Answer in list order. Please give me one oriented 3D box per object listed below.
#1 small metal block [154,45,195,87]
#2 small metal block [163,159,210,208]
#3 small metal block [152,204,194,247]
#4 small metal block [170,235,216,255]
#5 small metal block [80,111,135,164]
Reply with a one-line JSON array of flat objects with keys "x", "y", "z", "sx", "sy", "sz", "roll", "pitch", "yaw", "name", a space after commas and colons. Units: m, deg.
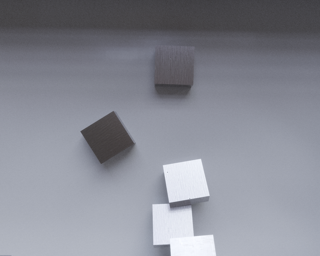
[{"x": 0.019, "y": -0.081, "z": 0.412, "sx": 0.050, "sy": 0.025, "sz": 0.050, "roll": 2, "pitch": 90, "yaw": -1, "name": "small metal block"}, {"x": 0.033, "y": 0.072, "z": 0.401, "sx": 0.050, "sy": 0.025, "sz": 0.050, "roll": -10, "pitch": 61, "yaw": -1, "name": "small metal block"}, {"x": 0.016, "y": 0.126, "z": 0.401, "sx": 0.050, "sy": 0.025, "sz": 0.050, "roll": -2, "pitch": 61, "yaw": -1, "name": "small metal block"}, {"x": 0.041, "y": 0.151, "z": 0.371, "sx": 0.050, "sy": 0.050, "sz": 0.025, "roll": -7, "pitch": 52, "yaw": 5, "name": "small metal block"}, {"x": -0.068, "y": 0.012, "z": 0.411, "sx": 0.050, "sy": 0.025, "sz": 0.050, "roll": -32, "pitch": 90, "yaw": -1, "name": "small metal block"}]
